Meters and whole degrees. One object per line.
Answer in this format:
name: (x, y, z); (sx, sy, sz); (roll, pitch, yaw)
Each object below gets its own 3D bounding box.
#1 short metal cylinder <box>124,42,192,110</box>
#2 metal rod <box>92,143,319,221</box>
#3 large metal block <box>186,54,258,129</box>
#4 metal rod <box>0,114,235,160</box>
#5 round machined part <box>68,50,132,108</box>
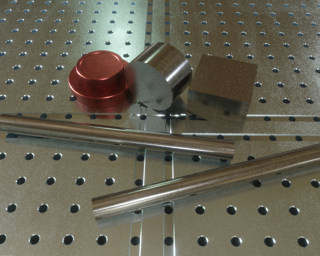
short metal cylinder: (-0.002, -0.071, 0.432); (0.080, 0.080, 0.050); (28, 55, 21)
metal rod: (0.075, 0.057, 0.360); (0.302, 0.025, 0.025); (-12, 51, -10)
large metal block: (0.088, -0.054, 0.438); (0.080, 0.050, 0.080); (14, 51, 11)
metal rod: (-0.059, 0.011, 0.397); (0.302, 0.025, 0.025); (7, 50, 5)
round machined part: (-0.087, -0.079, 0.462); (0.099, 0.042, 0.098); (0, 50, 0)
